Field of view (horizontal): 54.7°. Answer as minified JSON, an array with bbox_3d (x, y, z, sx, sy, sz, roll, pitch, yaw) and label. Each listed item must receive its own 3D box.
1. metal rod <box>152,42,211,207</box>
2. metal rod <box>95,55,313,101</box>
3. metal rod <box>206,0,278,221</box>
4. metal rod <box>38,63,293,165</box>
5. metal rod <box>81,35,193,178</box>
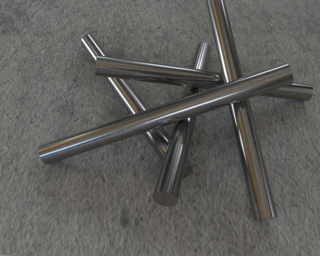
[{"bbox_3d":[0.039,-0.031,0.408,0.025,0.025,0.301,10,44,8],"label":"metal rod"},{"bbox_3d":[0.068,-0.063,0.412,0.302,0.025,0.025,5,49,-15],"label":"metal rod"},{"bbox_3d":[0.095,-0.042,0.381,0.025,0.025,0.299,-5,68,-5],"label":"metal rod"},{"bbox_3d":[0.002,-0.014,0.362,0.301,0.025,0.025,-18,51,5],"label":"metal rod"},{"bbox_3d":[-0.047,-0.047,0.442,0.025,0.025,0.300,-24,54,-19],"label":"metal rod"}]
